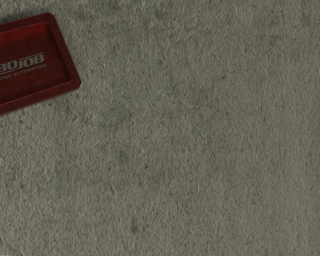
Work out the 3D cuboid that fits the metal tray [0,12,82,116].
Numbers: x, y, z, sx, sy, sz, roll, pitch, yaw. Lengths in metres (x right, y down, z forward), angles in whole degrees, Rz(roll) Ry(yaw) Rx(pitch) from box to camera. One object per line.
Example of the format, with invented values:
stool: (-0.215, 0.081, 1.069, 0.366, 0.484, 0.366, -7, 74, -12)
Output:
metal tray: (-0.166, -0.065, 0.344, 0.131, 0.030, 0.090, -23, 98, -19)
